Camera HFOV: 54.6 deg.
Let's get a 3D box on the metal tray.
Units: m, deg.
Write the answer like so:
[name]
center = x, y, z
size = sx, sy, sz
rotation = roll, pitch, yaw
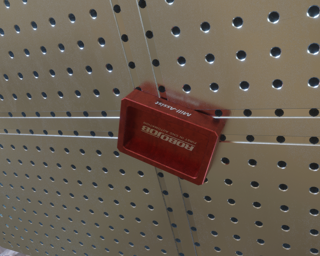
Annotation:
[metal tray]
center = 0.009, 0.012, 0.410
size = 0.130, 0.030, 0.089
rotation = 21, 127, 15
